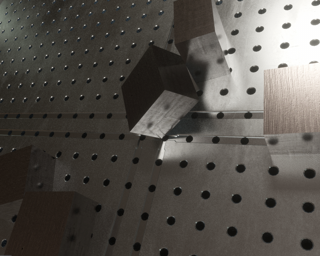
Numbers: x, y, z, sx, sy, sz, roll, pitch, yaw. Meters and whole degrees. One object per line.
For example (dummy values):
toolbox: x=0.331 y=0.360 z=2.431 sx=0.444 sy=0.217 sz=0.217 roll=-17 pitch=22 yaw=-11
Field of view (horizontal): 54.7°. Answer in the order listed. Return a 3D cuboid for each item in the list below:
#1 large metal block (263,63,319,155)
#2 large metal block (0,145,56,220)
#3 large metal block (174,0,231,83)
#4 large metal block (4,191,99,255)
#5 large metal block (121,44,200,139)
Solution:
large metal block: x=0.154 y=-0.019 z=0.323 sx=0.080 sy=0.050 sz=0.080 roll=-4 pitch=60 yaw=26
large metal block: x=-0.204 y=0.080 z=0.448 sx=0.080 sy=0.050 sz=0.080 roll=-18 pitch=55 yaw=17
large metal block: x=0.057 y=-0.121 z=0.416 sx=0.050 sy=0.080 sz=0.080 roll=-13 pitch=57 yaw=20
large metal block: x=-0.132 y=0.125 z=0.383 sx=0.080 sy=0.050 sz=0.080 roll=-6 pitch=59 yaw=25
large metal block: x=-0.004 y=-0.045 z=0.398 sx=0.080 sy=0.050 sz=0.080 roll=-48 pitch=43 yaw=37
